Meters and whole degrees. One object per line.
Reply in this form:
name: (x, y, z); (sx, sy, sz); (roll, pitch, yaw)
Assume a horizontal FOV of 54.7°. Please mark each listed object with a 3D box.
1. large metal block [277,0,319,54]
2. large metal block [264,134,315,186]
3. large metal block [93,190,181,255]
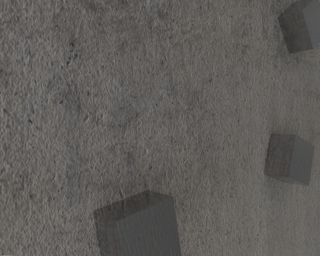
large metal block: (0.293, -0.211, 0.632); (0.080, 0.050, 0.080); (-43, 116, -31)
large metal block: (0.251, 0.062, 0.598); (0.080, 0.050, 0.080); (23, 75, -38)
large metal block: (-0.025, 0.128, 0.367); (0.081, 0.050, 0.079); (-13, 99, -39)
